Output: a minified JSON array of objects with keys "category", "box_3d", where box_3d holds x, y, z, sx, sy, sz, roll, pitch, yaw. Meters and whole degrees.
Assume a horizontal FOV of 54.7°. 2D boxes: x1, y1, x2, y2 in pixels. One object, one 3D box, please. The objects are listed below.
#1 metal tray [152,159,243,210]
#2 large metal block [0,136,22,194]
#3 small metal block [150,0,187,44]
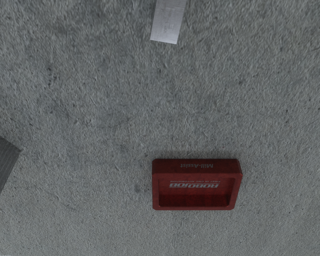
[{"category":"metal tray","box_3d":[0.054,0.089,0.480,0.131,0.030,0.089,0,130,-1]},{"category":"large metal block","box_3d":[-0.245,0.045,0.407,0.050,0.080,0.080,-28,125,22]},{"category":"small metal block","box_3d":[0.008,-0.115,0.293,0.025,0.050,0.050,8,130,-7]}]
